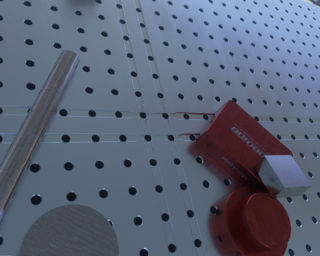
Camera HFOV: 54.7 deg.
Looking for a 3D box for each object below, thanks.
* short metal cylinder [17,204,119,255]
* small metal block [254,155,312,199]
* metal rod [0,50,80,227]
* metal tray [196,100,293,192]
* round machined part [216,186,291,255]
[{"bbox_3d":[-0.083,0.115,0.277,0.081,0.050,0.080,13,56,-21],"label":"short metal cylinder"},{"bbox_3d":[0.162,0.063,0.410,0.050,0.025,0.050,2,46,-28],"label":"small metal block"},{"bbox_3d":[-0.142,0.028,0.314,0.025,0.025,0.300,23,53,-15],"label":"metal rod"},{"bbox_3d":[0.127,0.030,0.455,0.130,0.030,0.090,41,51,0],"label":"metal tray"},{"bbox_3d":[0.124,0.120,0.391,0.099,0.042,0.098,14,56,-21],"label":"round machined part"}]
